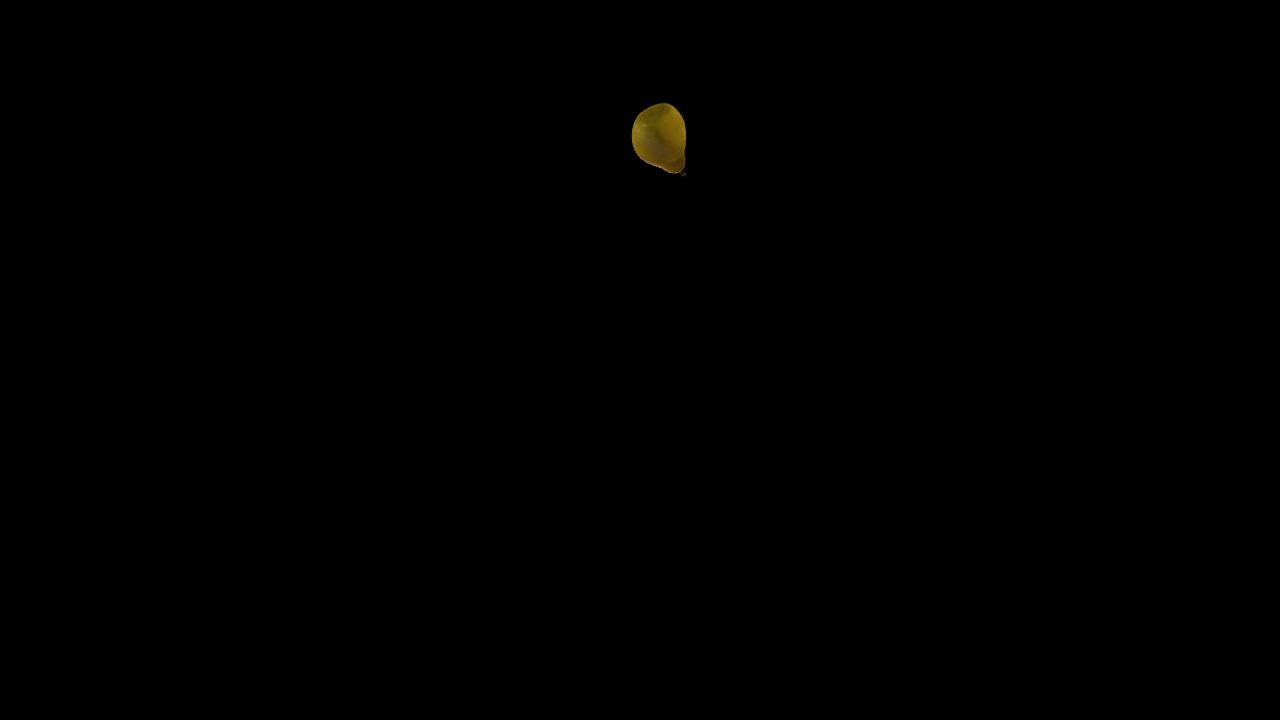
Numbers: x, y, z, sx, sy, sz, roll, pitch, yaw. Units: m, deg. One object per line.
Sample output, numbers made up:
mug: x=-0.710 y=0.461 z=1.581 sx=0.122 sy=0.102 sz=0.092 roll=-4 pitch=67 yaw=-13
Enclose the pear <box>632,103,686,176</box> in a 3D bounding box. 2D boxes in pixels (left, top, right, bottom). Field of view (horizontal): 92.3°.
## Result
pear: x=0.034 y=-0.281 z=0.824 sx=0.080 sy=0.080 sz=0.111 roll=0 pitch=-40 yaw=31
